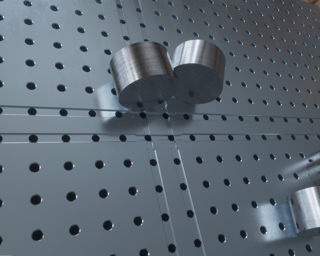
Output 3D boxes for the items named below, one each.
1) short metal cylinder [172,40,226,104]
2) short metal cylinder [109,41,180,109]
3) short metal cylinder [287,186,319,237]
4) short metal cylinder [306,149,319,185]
[{"bbox_3d":[0.053,-0.080,0.450,0.080,0.080,0.050,24,53,-14],"label":"short metal cylinder"},{"bbox_3d":[-0.020,-0.066,0.402,0.081,0.080,0.050,-4,64,-30],"label":"short metal cylinder"},{"bbox_3d":[0.222,0.114,0.422,0.081,0.080,0.050,10,58,-23],"label":"short metal cylinder"},{"bbox_3d":[0.291,0.067,0.508,0.081,0.050,0.080,14,56,-21],"label":"short metal cylinder"}]
